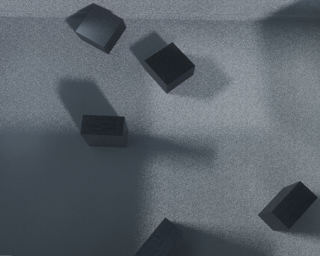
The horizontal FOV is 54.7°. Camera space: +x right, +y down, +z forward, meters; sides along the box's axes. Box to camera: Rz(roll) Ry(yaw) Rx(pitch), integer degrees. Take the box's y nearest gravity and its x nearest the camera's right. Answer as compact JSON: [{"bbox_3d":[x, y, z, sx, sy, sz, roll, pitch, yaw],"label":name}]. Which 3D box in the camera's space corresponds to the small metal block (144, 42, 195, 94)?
[{"bbox_3d":[0.014,-0.086,0.441,0.050,0.025,0.050,-37,74,-13],"label":"small metal block"}]

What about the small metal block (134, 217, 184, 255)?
[{"bbox_3d":[-0.001,0.130,0.349,0.025,0.050,0.050,39,74,12],"label":"small metal block"}]

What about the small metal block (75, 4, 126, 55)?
[{"bbox_3d":[-0.086,-0.145,0.457,0.050,0.025,0.050,31,83,10],"label":"small metal block"}]

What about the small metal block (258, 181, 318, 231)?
[{"bbox_3d":[0.149,0.093,0.364,0.050,0.050,0.025,-41,75,-14],"label":"small metal block"}]

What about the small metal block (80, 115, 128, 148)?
[{"bbox_3d":[-0.069,0.005,0.394,0.050,0.050,0.025,2,70,0],"label":"small metal block"}]
